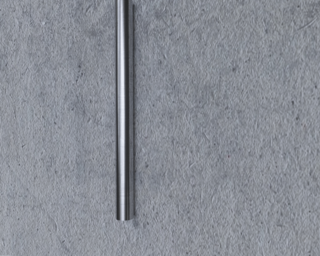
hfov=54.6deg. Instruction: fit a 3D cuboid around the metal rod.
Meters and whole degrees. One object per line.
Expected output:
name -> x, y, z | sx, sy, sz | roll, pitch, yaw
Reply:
metal rod -> -0.049, -0.026, 0.426 | 0.025, 0.025, 0.298 | 0, 90, 20
